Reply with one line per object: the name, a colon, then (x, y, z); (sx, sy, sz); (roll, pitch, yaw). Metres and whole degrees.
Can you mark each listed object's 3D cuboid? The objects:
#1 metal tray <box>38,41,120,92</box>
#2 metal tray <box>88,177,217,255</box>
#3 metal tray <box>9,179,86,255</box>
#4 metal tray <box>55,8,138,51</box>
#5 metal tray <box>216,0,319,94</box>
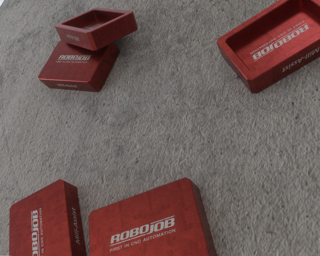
metal tray: (-0.144, -0.112, 0.545); (0.130, 0.030, 0.090); (8, 66, 31)
metal tray: (-0.013, 0.118, 0.335); (0.130, 0.030, 0.090); (-22, 53, 14)
metal tray: (-0.143, 0.141, 0.389); (0.090, 0.030, 0.130); (-28, 52, 10)
metal tray: (-0.112, -0.174, 0.533); (0.091, 0.030, 0.130); (-35, 39, -25)
metal tray: (0.150, -0.112, 0.390); (0.130, 0.030, 0.090); (-31, 52, 8)
